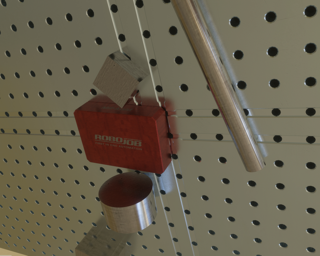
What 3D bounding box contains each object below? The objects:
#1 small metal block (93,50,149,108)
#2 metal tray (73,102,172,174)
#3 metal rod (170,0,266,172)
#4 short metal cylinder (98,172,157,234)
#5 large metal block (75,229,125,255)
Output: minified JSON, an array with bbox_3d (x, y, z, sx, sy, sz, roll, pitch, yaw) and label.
[{"bbox_3d":[-0.051,-0.062,0.398,0.050,0.025,0.050,40,129,0],"label":"small metal block"},{"bbox_3d":[-0.053,0.013,0.442,0.130,0.030,0.089,6,121,24],"label":"metal tray"},{"bbox_3d":[0.050,-0.080,0.334,0.025,0.025,0.299,-16,111,34],"label":"metal rod"},{"bbox_3d":[-0.047,0.111,0.467,0.080,0.080,0.050,6,121,25],"label":"short metal cylinder"},{"bbox_3d":[-0.118,0.261,0.616,0.080,0.050,0.079,18,125,17],"label":"large metal block"}]
